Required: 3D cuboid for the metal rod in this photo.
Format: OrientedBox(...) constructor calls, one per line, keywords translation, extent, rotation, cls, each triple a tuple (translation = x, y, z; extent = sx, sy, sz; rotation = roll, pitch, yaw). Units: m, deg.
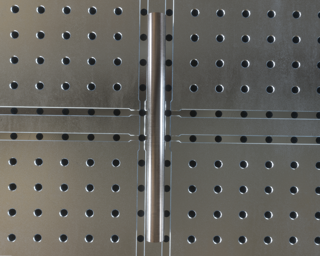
OrientedBox(translation=(-0.006, -0.001, 0.413), extent=(0.025, 0.025, 0.298), rotation=(0, 90, -1), cls="metal rod")
